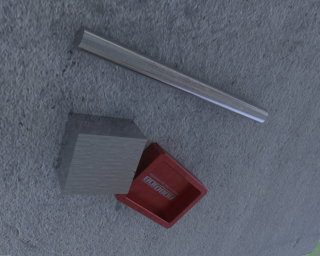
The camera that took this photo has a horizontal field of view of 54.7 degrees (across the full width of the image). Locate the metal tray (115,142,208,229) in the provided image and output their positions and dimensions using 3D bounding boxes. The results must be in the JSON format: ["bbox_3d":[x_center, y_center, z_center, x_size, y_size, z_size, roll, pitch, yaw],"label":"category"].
[{"bbox_3d":[0.003,0.090,0.460,0.090,0.030,0.130,-45,129,3],"label":"metal tray"}]

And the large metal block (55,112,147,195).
[{"bbox_3d":[-0.072,0.032,0.371,0.081,0.050,0.079,6,115,-31],"label":"large metal block"}]

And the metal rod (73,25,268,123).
[{"bbox_3d":[0.038,-0.055,0.393,0.302,0.025,0.025,17,110,-35],"label":"metal rod"}]
